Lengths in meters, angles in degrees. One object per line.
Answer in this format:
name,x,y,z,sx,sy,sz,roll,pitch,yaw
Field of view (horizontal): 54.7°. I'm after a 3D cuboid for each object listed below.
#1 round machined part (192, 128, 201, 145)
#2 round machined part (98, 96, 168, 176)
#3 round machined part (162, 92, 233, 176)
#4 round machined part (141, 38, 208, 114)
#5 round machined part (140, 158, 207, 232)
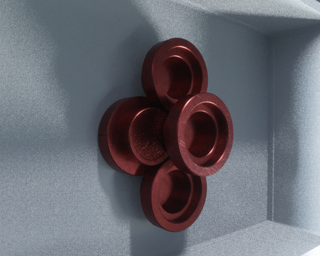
round machined part,0.055,0.013,0.441,0.099,0.042,0.097,0,90,-40
round machined part,-0.021,0.010,0.377,0.099,0.042,0.097,0,90,-40
round machined part,0.042,0.007,0.375,0.099,0.042,0.097,0,90,-40
round machined part,0.015,-0.065,0.407,0.099,0.042,0.097,0,90,-40
round machined part,0.013,0.082,0.406,0.099,0.042,0.097,0,90,-40
